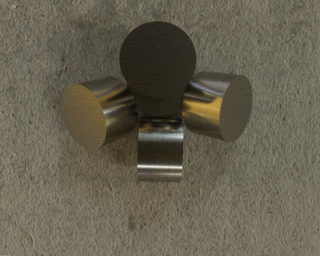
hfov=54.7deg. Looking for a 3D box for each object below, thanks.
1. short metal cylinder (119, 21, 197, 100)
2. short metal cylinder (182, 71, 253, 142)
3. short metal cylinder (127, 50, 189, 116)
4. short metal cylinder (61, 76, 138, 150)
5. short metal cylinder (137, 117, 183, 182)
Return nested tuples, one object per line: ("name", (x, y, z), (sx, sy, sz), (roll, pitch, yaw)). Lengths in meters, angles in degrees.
("short metal cylinder", (-0.002, -0.072, 0.348), (0.081, 0.050, 0.079), (0, 90, -1))
("short metal cylinder", (0.072, -0.027, 0.379), (0.050, 0.080, 0.080), (15, 90, 38))
("short metal cylinder", (0.000, -0.054, 0.399), (0.081, 0.050, 0.079), (0, 90, -1))
("short metal cylinder", (-0.074, -0.019, 0.378), (0.080, 0.050, 0.079), (17, 118, 35))
("short metal cylinder", (0.000, 0.026, 0.383), (0.050, 0.080, 0.079), (2, 90, 0))
